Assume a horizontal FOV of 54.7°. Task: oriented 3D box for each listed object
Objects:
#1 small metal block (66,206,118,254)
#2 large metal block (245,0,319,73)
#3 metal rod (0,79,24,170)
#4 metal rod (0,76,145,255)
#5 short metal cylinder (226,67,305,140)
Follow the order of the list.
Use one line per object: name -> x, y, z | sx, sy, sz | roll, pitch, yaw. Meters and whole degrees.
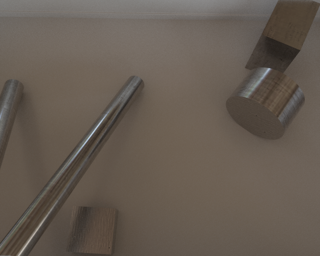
small metal block -> -0.078, 0.120, 0.365 | 0.050, 0.025, 0.050 | 3, 70, 1
large metal block -> 0.166, -0.125, 0.428 | 0.050, 0.080, 0.080 | 26, 72, 9
metal rod -> -0.180, 0.043, 0.321 | 0.025, 0.025, 0.300 | -9, 43, -4
metal rod -> -0.085, 0.033, 0.331 | 0.025, 0.025, 0.301 | 21, 46, 7
short metal cylinder -> 0.132, -0.030, 0.393 | 0.080, 0.080, 0.050 | 36, 74, 12
